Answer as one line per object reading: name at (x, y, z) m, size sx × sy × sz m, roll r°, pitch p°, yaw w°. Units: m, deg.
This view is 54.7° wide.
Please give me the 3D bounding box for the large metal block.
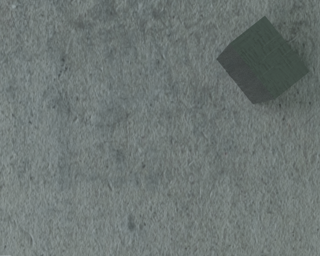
large metal block at (0.122, -0.079, 0.384) m, size 0.050 × 0.080 × 0.080 m, roll -39°, pitch 91°, yaw 0°
